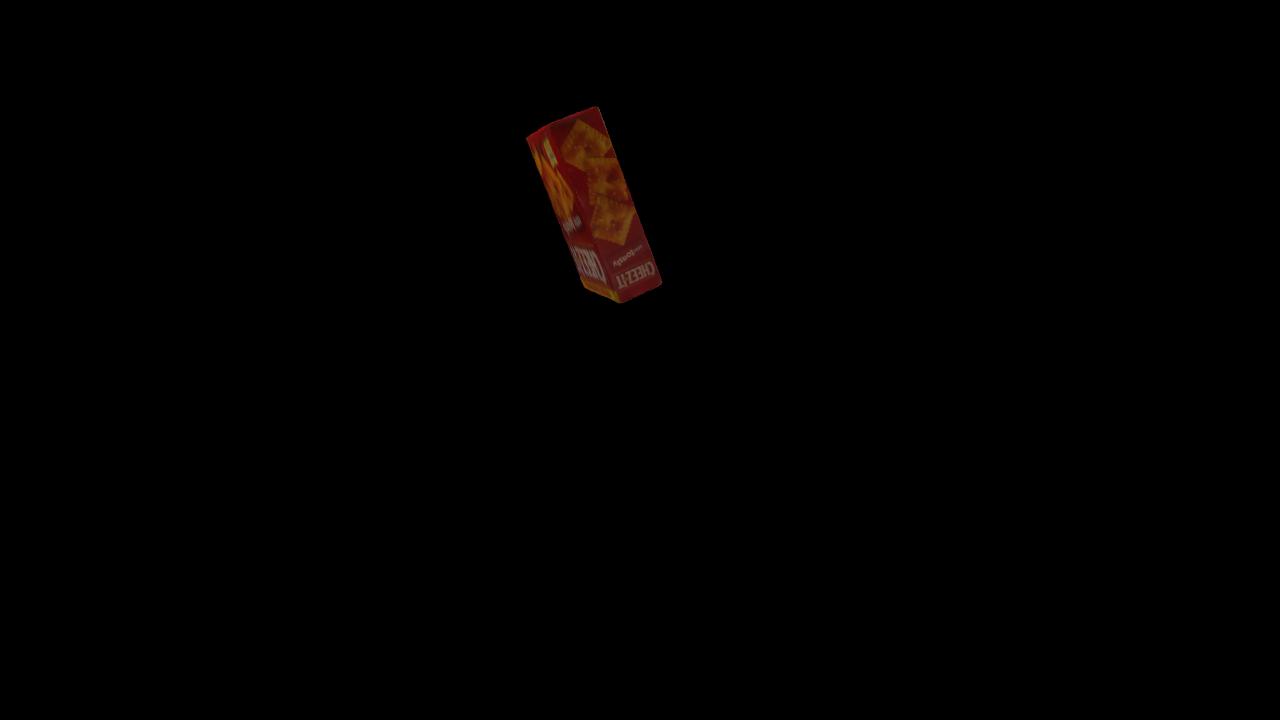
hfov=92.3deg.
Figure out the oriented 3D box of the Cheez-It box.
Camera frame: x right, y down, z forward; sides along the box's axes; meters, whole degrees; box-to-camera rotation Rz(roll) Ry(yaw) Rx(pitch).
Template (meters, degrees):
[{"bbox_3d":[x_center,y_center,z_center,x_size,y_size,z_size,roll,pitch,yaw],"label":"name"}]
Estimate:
[{"bbox_3d":[-0.063,-0.193,0.787,0.071,0.223,0.166,-26,21,-12],"label":"Cheez-It box"}]
